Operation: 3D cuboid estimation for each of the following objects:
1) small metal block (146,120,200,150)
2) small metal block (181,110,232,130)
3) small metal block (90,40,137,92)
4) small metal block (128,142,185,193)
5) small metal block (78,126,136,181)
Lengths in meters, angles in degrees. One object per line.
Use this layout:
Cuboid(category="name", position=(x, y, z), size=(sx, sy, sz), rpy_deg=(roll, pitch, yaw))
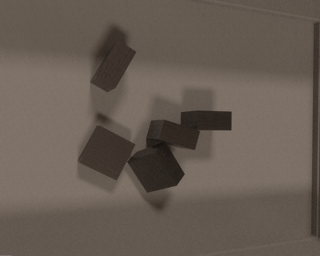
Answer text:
Cuboid(category="small metal block", position=(0.016, 0.009, 0.404), size=(0.050, 0.050, 0.025), rpy_deg=(17, 84, -20))
Cuboid(category="small metal block", position=(0.062, -0.010, 0.421), size=(0.050, 0.050, 0.025), rpy_deg=(1, 90, -21))
Cuboid(category="small metal block", position=(-0.058, -0.073, 0.376), size=(0.025, 0.050, 0.050), rpy_deg=(31, 80, -18))
Cuboid(category="small metal block", position=(-0.005, 0.051, 0.394), size=(0.050, 0.050, 0.025), rpy_deg=(59, 38, -11))
Cuboid(category="small metal block", position=(-0.067, 0.031, 0.387), size=(0.050, 0.025, 0.050), rpy_deg=(30, 80, -18))
